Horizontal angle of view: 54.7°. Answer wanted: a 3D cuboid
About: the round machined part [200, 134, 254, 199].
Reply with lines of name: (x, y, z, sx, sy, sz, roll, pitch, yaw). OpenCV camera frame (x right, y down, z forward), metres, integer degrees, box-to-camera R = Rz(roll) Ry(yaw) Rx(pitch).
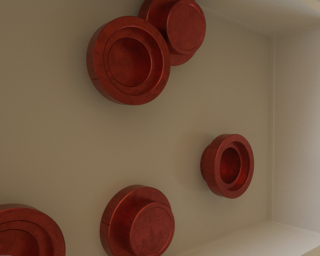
round machined part: (0.101, 0.058, 0.483, 0.099, 0.042, 0.097, 0, 90, -40)

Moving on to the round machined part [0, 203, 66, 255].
round machined part: (-0.141, 0.117, 0.279, 0.099, 0.042, 0.097, 0, 90, -40)

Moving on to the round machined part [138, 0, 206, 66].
round machined part: (0.022, -0.130, 0.404, 0.099, 0.042, 0.097, -13, 110, -38)

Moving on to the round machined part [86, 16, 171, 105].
round machined part: (-0.039, -0.075, 0.359, 0.099, 0.042, 0.097, -4, 96, -35)

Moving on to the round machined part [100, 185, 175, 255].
round machined part: (-0.020, 0.122, 0.381, 0.099, 0.042, 0.097, 0, 90, -40)
